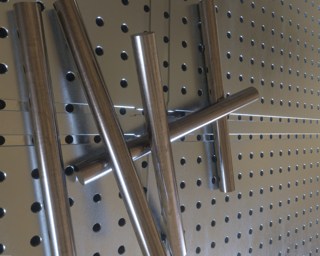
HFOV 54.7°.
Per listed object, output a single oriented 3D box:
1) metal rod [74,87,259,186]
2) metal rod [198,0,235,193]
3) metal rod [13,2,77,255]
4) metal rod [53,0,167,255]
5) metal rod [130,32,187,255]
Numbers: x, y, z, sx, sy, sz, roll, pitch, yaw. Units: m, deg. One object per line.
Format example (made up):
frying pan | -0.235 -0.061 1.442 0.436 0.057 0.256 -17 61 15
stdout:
metal rod | 0.030 -0.001 0.416 0.302 0.025 0.025 -24 106 -31
metal rod | 0.090 -0.046 0.487 0.025 0.025 0.298 -13 98 -40
metal rod | -0.113 0.029 0.315 0.025 0.025 0.298 -11 97 -40
metal rod | -0.052 0.009 0.335 0.025 0.025 0.298 -22 94 -38
metal rod | 0.004 0.039 0.373 0.025 0.025 0.298 -29 121 -37
